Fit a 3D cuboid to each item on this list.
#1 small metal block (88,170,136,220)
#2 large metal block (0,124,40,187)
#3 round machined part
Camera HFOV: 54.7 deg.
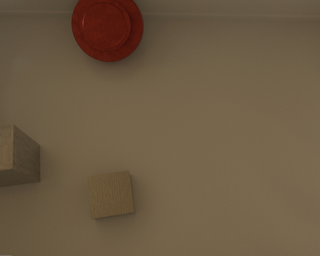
[{"bbox_3d":[-0.059,0.082,0.379,0.050,0.025,0.050,-8,70,-4],"label":"small metal block"},{"bbox_3d":[-0.196,0.038,0.364,0.081,0.080,0.050,-8,71,-3],"label":"large metal block"},{"bbox_3d":[-0.073,-0.140,0.425,0.099,0.042,0.097,0,106,0],"label":"round machined part"}]
